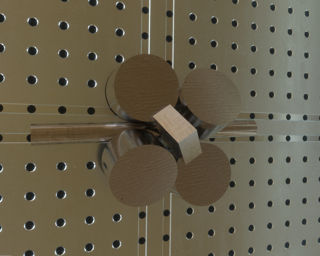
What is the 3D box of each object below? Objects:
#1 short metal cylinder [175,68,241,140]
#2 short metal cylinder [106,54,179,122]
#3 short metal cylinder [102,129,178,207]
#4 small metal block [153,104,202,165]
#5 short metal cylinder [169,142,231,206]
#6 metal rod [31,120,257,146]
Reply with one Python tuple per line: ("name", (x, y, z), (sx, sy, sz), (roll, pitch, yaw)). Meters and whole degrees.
("short metal cylinder", (0.057, -0.030, 0.403), (0.081, 0.050, 0.080), (8, 64, -16))
("short metal cylinder", (-0.023, -0.047, 0.387), (0.081, 0.050, 0.079), (0, 90, -20))
("short metal cylinder", (-0.026, 0.047, 0.373), (0.081, 0.050, 0.079), (-8, 113, -18))
("small metal block", (0.021, 0.008, 0.365), (0.025, 0.050, 0.050), (-36, 144, -11))
("short metal cylinder", (0.046, 0.058, 0.413), (0.081, 0.050, 0.079), (0, 90, -20))
("metal rod", (-0.006, 0.004, 0.406), (0.303, 0.025, 0.025), (-2, 91, -20))
